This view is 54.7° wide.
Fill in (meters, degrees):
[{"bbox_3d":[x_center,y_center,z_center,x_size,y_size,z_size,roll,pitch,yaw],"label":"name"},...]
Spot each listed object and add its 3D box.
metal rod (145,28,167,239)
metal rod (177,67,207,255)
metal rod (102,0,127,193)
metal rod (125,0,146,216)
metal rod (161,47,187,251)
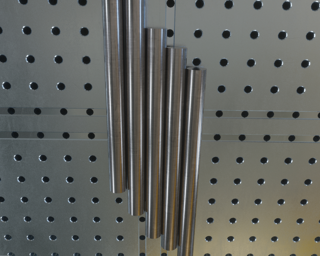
[{"bbox_3d":[-0.007,0.021,0.420,0.025,0.025,0.298,1,110,-1],"label":"metal rod"},{"bbox_3d":[0.043,0.066,0.437,0.025,0.025,0.298,1,110,-1],"label":"metal rod"},{"bbox_3d":[-0.057,-0.053,0.393,0.025,0.025,0.298,1,110,-1],"label":"metal rod"},{"bbox_3d":[-0.031,-0.017,0.406,0.025,0.025,0.298,1,110,-1],"label":"metal rod"},{"bbox_3d":[0.018,0.042,0.428,0.025,0.025,0.298,1,110,-1],"label":"metal rod"}]
